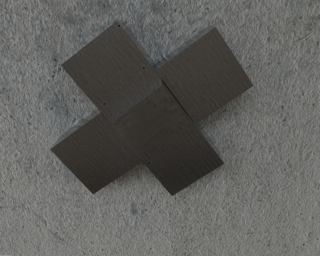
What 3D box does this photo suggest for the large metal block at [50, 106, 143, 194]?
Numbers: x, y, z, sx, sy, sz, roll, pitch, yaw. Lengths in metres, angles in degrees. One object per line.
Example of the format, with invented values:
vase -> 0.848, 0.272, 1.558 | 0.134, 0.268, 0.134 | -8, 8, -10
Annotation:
large metal block -> -0.078, 0.025, 0.405 | 0.080, 0.050, 0.080 | -35, 107, 11

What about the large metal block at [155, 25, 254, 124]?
large metal block -> 0.051, -0.065, 0.374 | 0.080, 0.050, 0.080 | -35, 107, 11

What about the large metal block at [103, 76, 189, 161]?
large metal block -> -0.016, -0.017, 0.375 | 0.080, 0.080, 0.050 | -34, 107, 11

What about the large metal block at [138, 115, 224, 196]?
large metal block -> 0.024, 0.028, 0.408 | 0.080, 0.050, 0.080 | -35, 107, 11

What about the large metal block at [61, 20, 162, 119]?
large metal block -> -0.054, -0.070, 0.370 | 0.080, 0.050, 0.080 | -35, 107, 11
